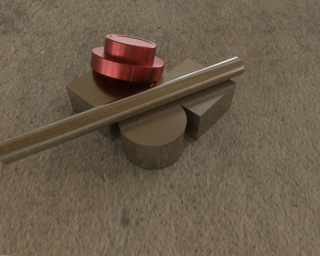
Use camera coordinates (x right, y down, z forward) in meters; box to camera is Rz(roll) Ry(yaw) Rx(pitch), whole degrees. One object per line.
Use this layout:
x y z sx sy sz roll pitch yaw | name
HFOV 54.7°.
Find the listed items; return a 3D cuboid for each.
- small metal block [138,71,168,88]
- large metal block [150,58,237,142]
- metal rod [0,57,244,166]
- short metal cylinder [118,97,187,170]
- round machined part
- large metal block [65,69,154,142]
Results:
-0.011 -0.063 0.457 0.050 0.025 0.050 35 58 25 | small metal block
0.044 -0.041 0.424 0.080 0.050 0.080 34 58 25 | large metal block
-0.030 -0.028 0.362 0.302 0.025 0.025 -22 54 -18 | metal rod
-0.009 0.005 0.383 0.081 0.050 0.080 0 50 0 | short metal cylinder
-0.042 -0.097 0.417 0.099 0.042 0.098 10 24 -4 | round machined part
-0.065 -0.041 0.420 0.080 0.050 0.080 35 58 25 | large metal block
